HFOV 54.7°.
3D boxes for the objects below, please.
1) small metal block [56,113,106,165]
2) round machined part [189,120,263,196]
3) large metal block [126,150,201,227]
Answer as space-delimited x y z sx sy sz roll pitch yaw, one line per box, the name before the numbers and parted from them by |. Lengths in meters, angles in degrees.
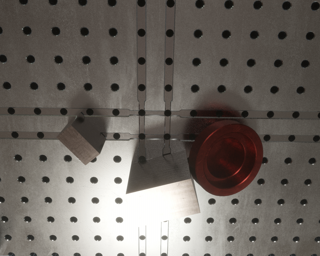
small metal block | -0.100 0.013 0.404 0.025 0.050 0.050 -38 106 13
round machined part | 0.082 0.036 0.409 0.099 0.042 0.097 -6 107 -19
large metal block | 0.004 0.078 0.413 0.080 0.080 0.050 -14 110 5
